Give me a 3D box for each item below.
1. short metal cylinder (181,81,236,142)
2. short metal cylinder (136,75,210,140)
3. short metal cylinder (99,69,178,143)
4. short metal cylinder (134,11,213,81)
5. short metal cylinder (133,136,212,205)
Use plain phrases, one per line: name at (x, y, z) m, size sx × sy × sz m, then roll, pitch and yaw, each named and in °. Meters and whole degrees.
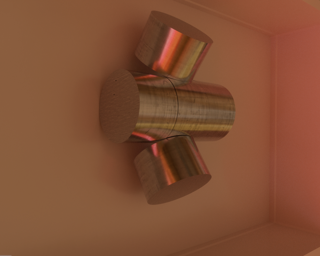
short metal cylinder at (0.052, -0.022, 0.412) m, size 0.050 × 0.080 × 0.080 m, roll 2°, pitch 89°, yaw -40°
short metal cylinder at (0.014, -0.022, 0.380) m, size 0.050 × 0.080 × 0.080 m, roll 2°, pitch 89°, yaw -40°
short metal cylinder at (-0.026, -0.023, 0.347) m, size 0.050 × 0.080 × 0.080 m, roll 2°, pitch 89°, yaw -40°
short metal cylinder at (0.016, -0.099, 0.372) m, size 0.081 × 0.080 × 0.050 m, roll 2°, pitch 127°, yaw -40°
short metal cylinder at (0.014, 0.052, 0.371) m, size 0.081 × 0.080 × 0.050 m, roll 0°, pitch 56°, yaw -40°
